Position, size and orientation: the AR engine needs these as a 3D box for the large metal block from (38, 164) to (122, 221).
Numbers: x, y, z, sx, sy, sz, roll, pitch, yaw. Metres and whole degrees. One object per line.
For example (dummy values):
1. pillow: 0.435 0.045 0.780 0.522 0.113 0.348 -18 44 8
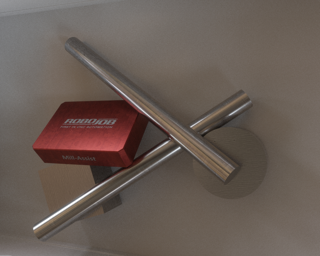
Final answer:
1. large metal block: -0.110 0.083 0.430 0.080 0.050 0.080 -20 84 18

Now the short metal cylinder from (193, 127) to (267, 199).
1. short metal cylinder: 0.084 0.038 0.365 0.080 0.050 0.079 0 90 19

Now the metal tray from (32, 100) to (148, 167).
1. metal tray: -0.088 0.004 0.407 0.130 0.030 0.090 0 46 21

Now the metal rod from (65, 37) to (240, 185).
1. metal rod: -0.028 -0.037 0.387 0.300 0.025 0.025 40 103 28

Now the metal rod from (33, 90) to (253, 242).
1. metal rod: -0.022 0.047 0.377 0.301 0.025 0.025 -33 79 2
